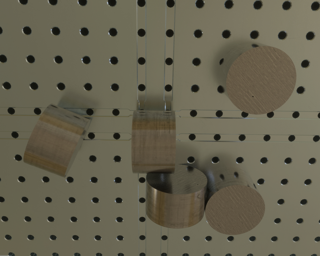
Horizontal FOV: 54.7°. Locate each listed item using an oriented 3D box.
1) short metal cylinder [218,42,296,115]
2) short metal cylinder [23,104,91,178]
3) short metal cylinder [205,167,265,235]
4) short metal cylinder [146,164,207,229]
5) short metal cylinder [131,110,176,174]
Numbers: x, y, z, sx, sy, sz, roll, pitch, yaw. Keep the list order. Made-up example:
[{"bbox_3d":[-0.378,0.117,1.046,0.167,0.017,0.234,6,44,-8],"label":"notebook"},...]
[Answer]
[{"bbox_3d":[0.116,-0.062,0.379,0.081,0.050,0.079,0,110,-1],"label":"short metal cylinder"},{"bbox_3d":[-0.127,0.016,0.388,0.050,0.080,0.079,23,108,-9],"label":"short metal cylinder"},{"bbox_3d":[0.101,0.103,0.440,0.081,0.050,0.079,0,110,-1],"label":"short metal cylinder"},{"bbox_3d":[0.021,0.089,0.417,0.081,0.080,0.050,2,110,-1],"label":"short metal cylinder"},{"bbox_3d":[-0.008,0.017,0.391,0.050,0.080,0.079,1,110,-1],"label":"short metal cylinder"}]
